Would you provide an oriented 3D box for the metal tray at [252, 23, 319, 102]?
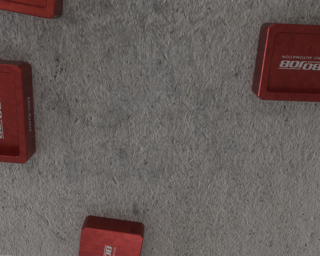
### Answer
[{"bbox_3d":[0.187,-0.079,0.379,0.131,0.030,0.089,2,110,-1],"label":"metal tray"}]

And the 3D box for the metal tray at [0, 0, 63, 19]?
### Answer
[{"bbox_3d":[-0.151,-0.193,0.334,0.091,0.030,0.129,10,110,-4],"label":"metal tray"}]

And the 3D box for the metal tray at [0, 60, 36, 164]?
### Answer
[{"bbox_3d":[-0.213,-0.021,0.397,0.091,0.030,0.129,5,110,-2],"label":"metal tray"}]

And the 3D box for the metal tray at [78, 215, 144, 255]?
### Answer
[{"bbox_3d":[-0.079,0.204,0.481,0.091,0.030,0.129,9,110,-4],"label":"metal tray"}]
